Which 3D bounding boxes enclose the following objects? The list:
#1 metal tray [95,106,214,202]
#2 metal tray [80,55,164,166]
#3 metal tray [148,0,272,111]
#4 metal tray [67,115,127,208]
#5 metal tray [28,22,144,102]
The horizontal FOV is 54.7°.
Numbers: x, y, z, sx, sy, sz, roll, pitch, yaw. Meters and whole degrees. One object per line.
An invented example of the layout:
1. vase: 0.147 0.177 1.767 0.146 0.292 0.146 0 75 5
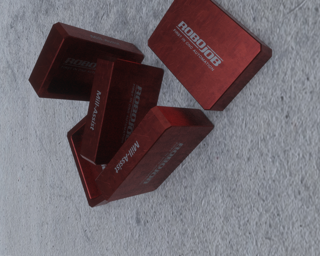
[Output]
1. metal tray: -0.007 0.032 0.368 0.129 0.091 0.030 -51 61 28
2. metal tray: -0.047 -0.021 0.400 0.030 0.091 0.129 21 103 38
3. metal tray: 0.051 -0.094 0.360 0.090 0.030 0.130 -52 60 27
4. metal tray: -0.091 0.044 0.475 0.090 0.030 0.130 -35 69 34
5. metal tray: -0.093 -0.079 0.413 0.030 0.131 0.090 51 119 27
